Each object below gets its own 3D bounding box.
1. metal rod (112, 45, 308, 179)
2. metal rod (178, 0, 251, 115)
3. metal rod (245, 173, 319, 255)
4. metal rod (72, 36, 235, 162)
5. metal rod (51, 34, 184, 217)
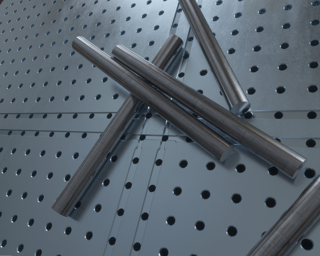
[{"bbox_3d":[0.039,-0.036,0.388,0.300,0.025,0.025,37,83,32],"label":"metal rod"},{"bbox_3d":[0.064,-0.140,0.459,0.025,0.025,0.299,-25,53,13],"label":"metal rod"},{"bbox_3d":[0.128,0.085,0.288,0.300,0.025,0.025,-46,51,-5],"label":"metal rod"},{"bbox_3d":[-0.027,-0.053,0.423,0.300,0.025,0.025,38,83,29],"label":"metal rod"},{"bbox_3d":[-0.053,-0.012,0.441,0.025,0.025,0.300,23,74,36],"label":"metal rod"}]
